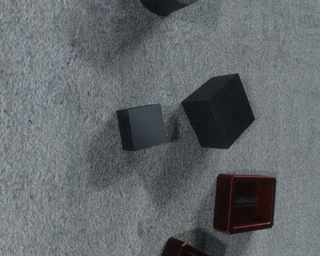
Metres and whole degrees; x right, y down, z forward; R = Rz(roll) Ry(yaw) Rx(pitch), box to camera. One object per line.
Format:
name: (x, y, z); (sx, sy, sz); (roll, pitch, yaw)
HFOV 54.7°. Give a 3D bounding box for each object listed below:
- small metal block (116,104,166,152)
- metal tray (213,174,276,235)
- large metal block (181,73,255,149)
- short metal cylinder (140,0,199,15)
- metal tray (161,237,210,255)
small metal block: (-0.023, -0.002, 0.386); (0.050, 0.025, 0.050); (-14, 99, -39)
metal tray: (0.147, 0.125, 0.524); (0.131, 0.030, 0.090); (9, 84, -40)
large metal block: (0.089, -0.025, 0.463); (0.080, 0.050, 0.080); (-40, 115, -33)
short metal cylinder: (0.012, -0.192, 0.398); (0.081, 0.050, 0.080); (0, 90, -40)
metal tray: (0.025, 0.228, 0.422); (0.090, 0.030, 0.130); (40, 66, -33)
